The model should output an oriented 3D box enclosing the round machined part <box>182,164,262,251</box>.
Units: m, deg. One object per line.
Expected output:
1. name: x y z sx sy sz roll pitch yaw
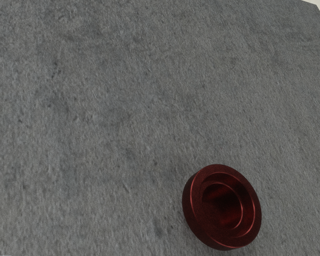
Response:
1. round machined part: 0.069 0.097 0.373 0.099 0.042 0.098 14 56 -21
